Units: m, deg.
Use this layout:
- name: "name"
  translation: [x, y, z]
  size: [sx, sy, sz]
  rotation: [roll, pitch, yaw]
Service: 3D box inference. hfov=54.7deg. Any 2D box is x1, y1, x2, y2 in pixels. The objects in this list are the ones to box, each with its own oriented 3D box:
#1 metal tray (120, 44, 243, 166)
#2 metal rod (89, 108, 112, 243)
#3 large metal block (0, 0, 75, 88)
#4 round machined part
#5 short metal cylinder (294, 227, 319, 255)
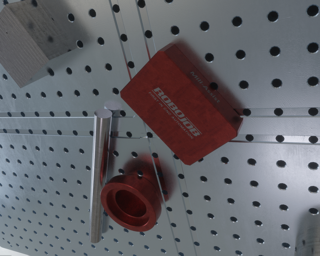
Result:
- name: "metal tray"
  translation: [0.024, -0.025, 0.380]
  size: [0.130, 0.030, 0.090]
  rotation: [47, 129, -5]
- name: "metal rod"
  translation: [-0.104, 0.098, 0.526]
  size: [0.025, 0.025, 0.298]
  rotation: [22, 127, 15]
- name: "large metal block"
  translation: [-0.178, -0.113, 0.419]
  size: [0.080, 0.050, 0.080]
  rotation: [-27, 104, 37]
- name: "round machined part"
  translation: [-0.042, 0.114, 0.493]
  size: [0.098, 0.042, 0.097]
  rotation: [13, 124, 21]
- name: "short metal cylinder"
  translation: [0.212, 0.173, 0.390]
  size: [0.080, 0.050, 0.079]
  rotation: [13, 124, 21]
